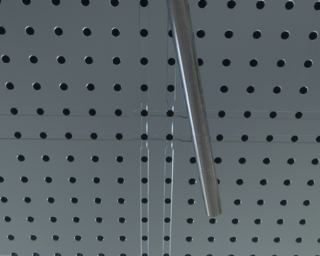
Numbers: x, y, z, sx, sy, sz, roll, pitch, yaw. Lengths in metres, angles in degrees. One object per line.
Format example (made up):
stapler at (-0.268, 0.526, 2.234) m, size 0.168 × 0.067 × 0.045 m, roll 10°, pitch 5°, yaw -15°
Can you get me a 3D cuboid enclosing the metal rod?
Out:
metal rod at (0.049, -0.014, 0.408) m, size 0.025 × 0.025 × 0.298 m, roll -11°, pitch 110°, yaw 4°
